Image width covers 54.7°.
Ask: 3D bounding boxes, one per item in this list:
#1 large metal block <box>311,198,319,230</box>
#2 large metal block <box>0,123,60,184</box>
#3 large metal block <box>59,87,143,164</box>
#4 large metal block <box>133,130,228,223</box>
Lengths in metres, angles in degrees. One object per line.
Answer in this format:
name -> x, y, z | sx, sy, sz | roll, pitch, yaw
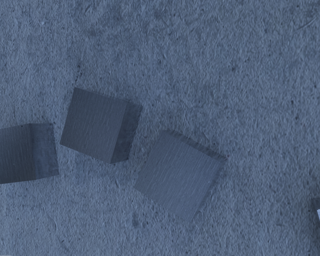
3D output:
large metal block -> 0.213, 0.111, 0.320 | 0.080, 0.050, 0.080 | -15, 85, 19
large metal block -> -0.207, 0.039, 0.469 | 0.080, 0.050, 0.080 | -9, 87, 19
large metal block -> -0.079, -0.004, 0.424 | 0.080, 0.050, 0.080 | 18, 96, 19
large metal block -> 0.027, 0.056, 0.386 | 0.080, 0.050, 0.080 | 29, 99, 17
